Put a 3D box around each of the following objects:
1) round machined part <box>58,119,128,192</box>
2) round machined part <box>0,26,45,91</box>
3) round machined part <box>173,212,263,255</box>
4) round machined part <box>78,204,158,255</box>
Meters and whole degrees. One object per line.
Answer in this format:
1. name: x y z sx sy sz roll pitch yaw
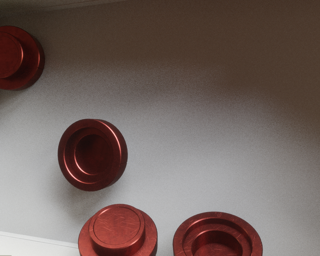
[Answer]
1. round machined part: -0.089 0.036 0.433 0.098 0.042 0.097 0 90 20
2. round machined part: -0.231 -0.107 0.470 0.099 0.042 0.097 0 91 3
3. round machined part: 0.065 0.146 0.355 0.098 0.098 0.042 5 119 20
4. round machined part: -0.052 0.134 0.387 0.098 0.098 0.042 14 126 19
